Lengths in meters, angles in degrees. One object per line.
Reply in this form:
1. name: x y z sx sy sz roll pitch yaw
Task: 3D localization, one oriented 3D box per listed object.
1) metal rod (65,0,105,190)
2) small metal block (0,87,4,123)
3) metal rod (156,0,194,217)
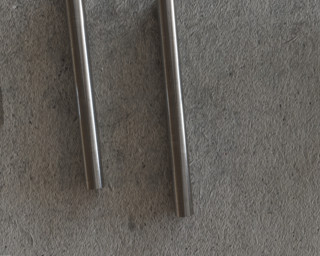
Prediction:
1. metal rod: -0.102 -0.070 0.408 0.025 0.025 0.298 -6 90 0
2. small metal block: -0.225 -0.030 0.395 0.025 0.050 0.050 -4 90 0
3. metal rod: 0.019 -0.034 0.410 0.025 0.025 0.298 -5 90 -1
